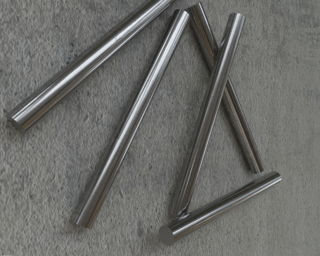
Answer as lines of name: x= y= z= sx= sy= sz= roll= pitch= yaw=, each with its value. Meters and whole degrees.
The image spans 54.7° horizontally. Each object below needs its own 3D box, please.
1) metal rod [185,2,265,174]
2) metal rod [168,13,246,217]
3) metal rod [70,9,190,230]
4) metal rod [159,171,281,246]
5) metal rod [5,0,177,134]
metal rod: x=0.110 y=-0.051 z=0.496 sx=0.025 sy=0.025 sz=0.299 roll=-41 pitch=115 yaw=-32
metal rod: x=0.069 y=-0.022 z=0.441 sx=0.025 sy=0.025 sz=0.299 roll=23 pitch=82 yaw=-38
metal rod: x=-0.028 y=-0.025 z=0.381 sx=0.025 sy=0.025 sz=0.300 roll=37 pitch=67 yaw=-34
metal rod: x=0.113 y=0.112 z=0.480 sx=0.302 sy=0.025 sz=0.025 roll=-10 pitch=96 yaw=-45
metal rod: x=-0.050 y=-0.105 z=0.362 sx=0.301 sy=0.025 sz=0.025 roll=-50 pitch=120 yaw=-28
